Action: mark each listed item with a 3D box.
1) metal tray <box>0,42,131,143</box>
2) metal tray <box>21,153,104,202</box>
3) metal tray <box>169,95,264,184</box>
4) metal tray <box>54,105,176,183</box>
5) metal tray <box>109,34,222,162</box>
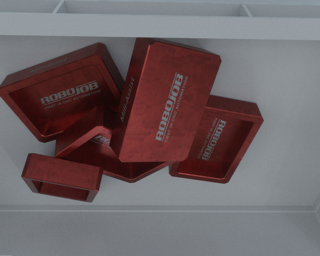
[{"bbox_3d":[-0.108,-0.037,0.370,0.130,0.030,0.090,-16,129,12],"label":"metal tray"},{"bbox_3d":[-0.131,0.073,0.426,0.091,0.030,0.129,13,157,-12],"label":"metal tray"},{"bbox_3d":[0.070,0.019,0.421,0.091,0.030,0.129,10,130,-9],"label":"metal tray"},{"bbox_3d":[-0.054,0.027,0.398,0.090,0.030,0.131,-31,139,31],"label":"metal tray"},{"bbox_3d":[0.005,-0.026,0.336,0.091,0.030,0.129,3,114,-33],"label":"metal tray"}]
